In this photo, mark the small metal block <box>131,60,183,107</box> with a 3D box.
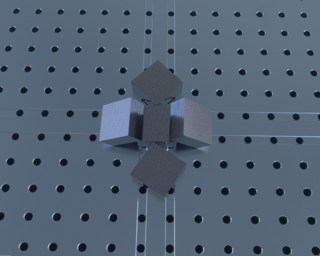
[{"bbox_3d":[-0.004,-0.058,0.433,0.050,0.025,0.050,-42,75,-14],"label":"small metal block"}]

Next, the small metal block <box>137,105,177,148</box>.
[{"bbox_3d":[-0.003,-0.002,0.412,0.050,0.025,0.050,1,69,0],"label":"small metal block"}]

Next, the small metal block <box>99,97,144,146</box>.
[{"bbox_3d":[-0.049,-0.007,0.401,0.050,0.025,0.050,-12,67,35],"label":"small metal block"}]

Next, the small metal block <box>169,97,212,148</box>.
[{"bbox_3d":[0.040,-0.005,0.399,0.050,0.025,0.050,19,65,-37],"label":"small metal block"}]

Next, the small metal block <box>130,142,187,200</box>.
[{"bbox_3d":[-0.002,0.054,0.391,0.050,0.025,0.050,32,74,12],"label":"small metal block"}]
